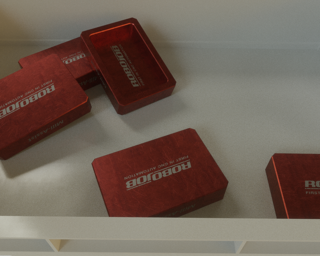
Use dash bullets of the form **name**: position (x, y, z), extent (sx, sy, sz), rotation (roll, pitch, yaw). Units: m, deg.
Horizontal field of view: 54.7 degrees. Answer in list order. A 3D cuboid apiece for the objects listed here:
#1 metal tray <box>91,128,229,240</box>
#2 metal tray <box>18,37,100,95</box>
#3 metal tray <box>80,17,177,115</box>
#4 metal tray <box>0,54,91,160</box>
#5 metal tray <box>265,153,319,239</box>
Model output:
- **metal tray**: position (-0.001, 0.058, 0.353), extent (0.131, 0.030, 0.090), rotation (-18, 52, -15)
- **metal tray**: position (-0.137, -0.095, 0.480), extent (0.131, 0.030, 0.090), rotation (-29, 56, -23)
- **metal tray**: position (-0.047, -0.092, 0.449), extent (0.091, 0.030, 0.130), rotation (-24, 74, -22)
- **metal tray**: position (-0.168, -0.030, 0.400), extent (0.131, 0.030, 0.090), rotation (-32, 71, -16)
- **metal tray**: position (0.194, 0.074, 0.343), extent (0.131, 0.030, 0.090), rotation (1, 50, 0)
